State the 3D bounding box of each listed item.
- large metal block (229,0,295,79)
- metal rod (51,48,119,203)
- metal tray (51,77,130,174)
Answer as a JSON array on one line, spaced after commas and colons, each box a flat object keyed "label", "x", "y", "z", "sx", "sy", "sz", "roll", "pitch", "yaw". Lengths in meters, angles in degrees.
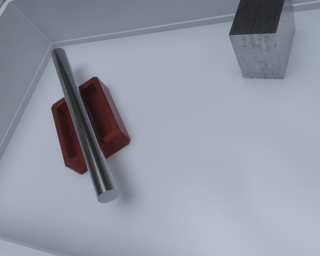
[{"label": "large metal block", "x": 0.127, "y": -0.116, "z": 0.374, "sx": 0.050, "sy": 0.080, "sz": 0.080, "roll": 7, "pitch": 65, "yaw": 31}, {"label": "metal rod", "x": -0.116, "y": -0.025, "z": 0.440, "sx": 0.025, "sy": 0.025, "sz": 0.300, "roll": -34, "pitch": 52, "yaw": 5}, {"label": "metal tray", "x": -0.107, "y": -0.008, "z": 0.461, "sx": 0.090, "sy": 0.030, "sz": 0.130, "roll": -33, "pitch": 52, "yaw": 6}]
